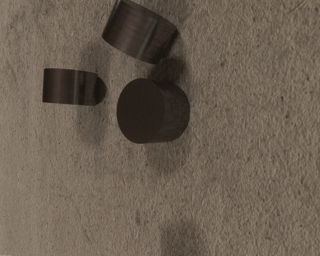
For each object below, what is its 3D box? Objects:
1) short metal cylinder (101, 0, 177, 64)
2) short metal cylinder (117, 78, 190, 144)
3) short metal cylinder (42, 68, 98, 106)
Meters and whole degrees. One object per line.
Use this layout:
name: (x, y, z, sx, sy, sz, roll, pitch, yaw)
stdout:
short metal cylinder: (-0.026, -0.122, 0.389, 0.080, 0.081, 0.050, 43, 116, 31)
short metal cylinder: (-0.009, -0.021, 0.394, 0.080, 0.050, 0.079, 0, 90, 39)
short metal cylinder: (-0.139, -0.062, 0.481, 0.080, 0.081, 0.050, 7, 95, 39)
